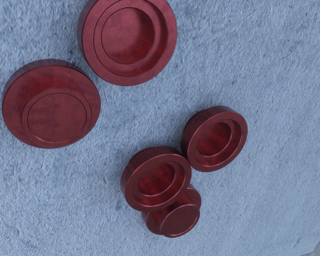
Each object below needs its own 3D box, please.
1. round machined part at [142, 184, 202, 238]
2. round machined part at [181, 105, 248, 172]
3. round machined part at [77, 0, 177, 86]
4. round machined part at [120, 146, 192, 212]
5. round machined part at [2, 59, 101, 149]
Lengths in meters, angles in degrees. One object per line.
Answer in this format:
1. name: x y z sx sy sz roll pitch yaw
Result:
1. round machined part: 0.024 0.135 0.492 0.099 0.042 0.097 -14 124 -21
2. round machined part: 0.072 0.011 0.442 0.099 0.042 0.097 -14 124 -21
3. round machined part: -0.035 -0.096 0.317 0.099 0.042 0.097 -14 124 -21
4. round machined part: -0.009 0.066 0.432 0.099 0.042 0.097 -14 124 -21
5. round machined part: -0.110 -0.019 0.324 0.099 0.042 0.097 -14 124 -21
